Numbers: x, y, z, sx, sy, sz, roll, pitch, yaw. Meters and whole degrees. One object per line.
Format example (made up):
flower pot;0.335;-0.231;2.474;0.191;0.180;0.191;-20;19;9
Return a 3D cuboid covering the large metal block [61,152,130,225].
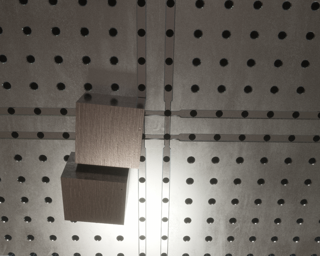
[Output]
large metal block;-0.084;0.082;0.420;0.081;0.050;0.079;6;124;-3

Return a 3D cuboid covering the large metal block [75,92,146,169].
large metal block;-0.063;0.002;0.400;0.081;0.050;0.079;6;110;-3
